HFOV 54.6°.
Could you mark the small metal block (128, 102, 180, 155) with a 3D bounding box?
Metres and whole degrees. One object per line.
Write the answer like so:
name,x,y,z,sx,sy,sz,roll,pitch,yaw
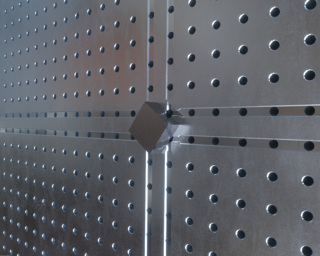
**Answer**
small metal block,-0.009,0.000,0.418,0.050,0.025,0.050,46,118,30
